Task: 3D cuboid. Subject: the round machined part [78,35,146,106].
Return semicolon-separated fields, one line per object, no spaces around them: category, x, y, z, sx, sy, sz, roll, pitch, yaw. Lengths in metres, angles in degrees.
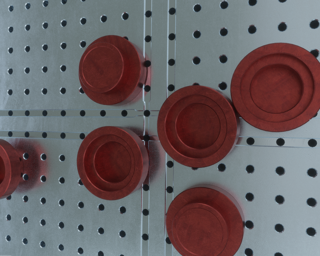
round machined part;-0.072;-0.080;0.430;0.098;0.042;0.097;0;90;20

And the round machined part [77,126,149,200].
round machined part;-0.060;0.046;0.425;0.098;0.042;0.097;0;90;20

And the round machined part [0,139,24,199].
round machined part;-0.260;0.065;0.497;0.098;0.042;0.097;0;90;20

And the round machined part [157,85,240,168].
round machined part;0.049;-0.003;0.383;0.098;0.042;0.097;2;95;24

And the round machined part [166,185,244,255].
round machined part;0.053;0.122;0.385;0.098;0.042;0.097;0;90;20

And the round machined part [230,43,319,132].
round machined part;0.134;-0.044;0.356;0.098;0.042;0.097;0;90;19
